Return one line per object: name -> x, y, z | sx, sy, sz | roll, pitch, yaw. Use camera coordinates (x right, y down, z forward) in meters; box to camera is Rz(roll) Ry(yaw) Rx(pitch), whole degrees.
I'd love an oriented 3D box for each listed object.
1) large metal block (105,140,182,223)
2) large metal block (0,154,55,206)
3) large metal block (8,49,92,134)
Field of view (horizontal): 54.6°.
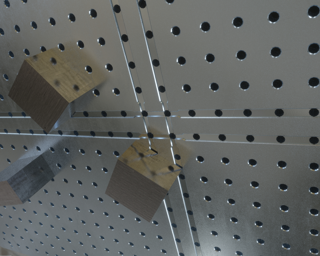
large metal block -> -0.026, 0.079, 0.458 | 0.080, 0.050, 0.080 | 31, 129, 8
large metal block -> -0.259, 0.097, 0.573 | 0.080, 0.080, 0.050 | -13, 112, 34
large metal block -> -0.160, -0.052, 0.448 | 0.080, 0.050, 0.080 | 45, 129, -3
